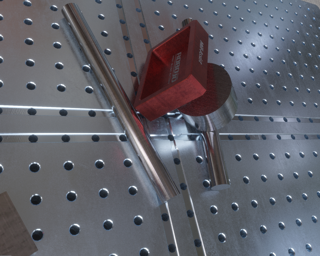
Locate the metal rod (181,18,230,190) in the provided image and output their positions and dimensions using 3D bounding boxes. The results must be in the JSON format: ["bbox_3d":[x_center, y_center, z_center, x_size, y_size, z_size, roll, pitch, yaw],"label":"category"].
[{"bbox_3d":[0.064,-0.053,0.475,0.025,0.025,0.299,8,58,-24],"label":"metal rod"}]

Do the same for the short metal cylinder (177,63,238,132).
[{"bbox_3d":[0.062,-0.041,0.423,0.050,0.080,0.080,47,30,-57],"label":"short metal cylinder"}]

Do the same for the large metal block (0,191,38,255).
[{"bbox_3d":[-0.147,0.100,0.233,0.081,0.080,0.050,-26,76,-37],"label":"large metal block"}]

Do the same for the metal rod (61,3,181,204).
[{"bbox_3d":[-0.057,-0.043,0.403,0.025,0.025,0.299,-18,72,-35],"label":"metal rod"}]

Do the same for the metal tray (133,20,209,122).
[{"bbox_3d":[0.017,-0.078,0.410,0.030,0.090,0.130,42,39,-30],"label":"metal tray"}]
